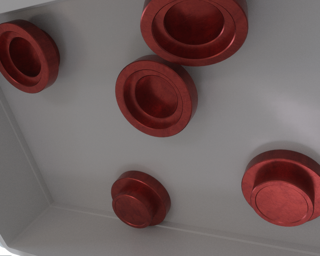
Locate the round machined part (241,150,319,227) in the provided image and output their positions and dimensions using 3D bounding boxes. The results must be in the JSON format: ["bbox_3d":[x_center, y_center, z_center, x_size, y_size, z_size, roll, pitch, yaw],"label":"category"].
[{"bbox_3d":[0.146,0.078,0.369,0.098,0.042,0.097,13,124,21],"label":"round machined part"}]

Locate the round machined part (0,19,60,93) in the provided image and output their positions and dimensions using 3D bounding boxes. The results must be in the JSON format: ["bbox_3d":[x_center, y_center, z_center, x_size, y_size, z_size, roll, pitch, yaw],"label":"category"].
[{"bbox_3d":[-0.180,-0.101,0.430,0.098,0.042,0.097,13,124,21],"label":"round machined part"}]

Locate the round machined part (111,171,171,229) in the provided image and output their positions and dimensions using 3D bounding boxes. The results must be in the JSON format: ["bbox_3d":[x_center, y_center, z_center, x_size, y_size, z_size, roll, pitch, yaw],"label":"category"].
[{"bbox_3d":[-0.036,0.119,0.491,0.098,0.042,0.097,13,124,21],"label":"round machined part"}]

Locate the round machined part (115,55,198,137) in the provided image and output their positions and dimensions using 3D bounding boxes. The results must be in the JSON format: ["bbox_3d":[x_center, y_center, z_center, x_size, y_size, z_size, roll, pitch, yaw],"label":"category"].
[{"bbox_3d":[-0.001,-0.041,0.373,0.098,0.042,0.097,13,124,21],"label":"round machined part"}]

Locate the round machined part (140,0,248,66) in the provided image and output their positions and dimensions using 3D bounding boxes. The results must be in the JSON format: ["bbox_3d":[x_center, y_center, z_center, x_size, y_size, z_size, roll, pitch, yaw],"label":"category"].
[{"bbox_3d":[0.033,-0.106,0.295,0.099,0.042,0.098,6,152,3],"label":"round machined part"}]
